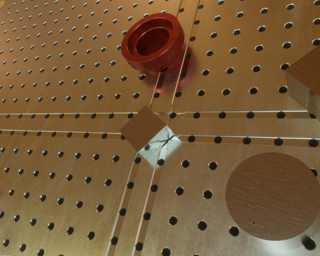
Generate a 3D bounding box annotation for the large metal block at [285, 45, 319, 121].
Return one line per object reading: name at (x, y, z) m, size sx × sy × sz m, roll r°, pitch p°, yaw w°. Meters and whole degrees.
large metal block at (0.192, -0.048, 0.321) m, size 0.080 × 0.050 × 0.080 m, roll -37°, pitch 51°, yaw 3°

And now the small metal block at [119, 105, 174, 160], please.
small metal block at (-0.018, 0.006, 0.415) m, size 0.050 × 0.025 × 0.050 m, roll -44°, pitch 51°, yaw -2°

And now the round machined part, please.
round machined part at (-0.007, -0.127, 0.479) m, size 0.098 × 0.042 × 0.098 m, roll -13°, pitch 56°, yaw 21°

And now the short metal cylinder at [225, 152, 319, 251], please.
short metal cylinder at (0.108, 0.070, 0.293) m, size 0.080 × 0.050 × 0.080 m, roll -13°, pitch 56°, yaw 21°
